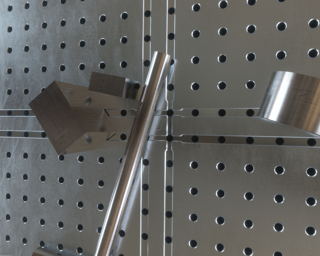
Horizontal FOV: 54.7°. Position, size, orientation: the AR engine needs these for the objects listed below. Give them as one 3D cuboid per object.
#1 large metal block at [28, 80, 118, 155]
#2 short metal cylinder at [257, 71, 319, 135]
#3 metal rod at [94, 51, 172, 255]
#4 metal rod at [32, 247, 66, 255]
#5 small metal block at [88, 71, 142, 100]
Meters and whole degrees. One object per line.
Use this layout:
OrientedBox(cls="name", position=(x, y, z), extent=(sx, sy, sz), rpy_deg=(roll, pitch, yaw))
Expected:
OrientedBox(cls="large metal block", position=(-0.115, -0.013, 0.424), extent=(0.050, 0.080, 0.080), rpy_deg=(-37, 78, 16))
OrientedBox(cls="short metal cylinder", position=(0.152, -0.024, 0.330), extent=(0.080, 0.080, 0.050), rpy_deg=(20, 97, 19))
OrientedBox(cls="metal rod", position=(-0.039, 0.044, 0.426), extent=(0.025, 0.025, 0.298), rpy_deg=(19, 96, 19))
OrientedBox(cls="metal rod", position=(-0.050, 0.220, 0.430), extent=(0.301, 0.025, 0.025), rpy_deg=(9, 93, 19))
OrientedBox(cls="small metal block", position=(-0.060, -0.056, 0.420), extent=(0.050, 0.050, 0.025), rpy_deg=(13, 95, 19))
